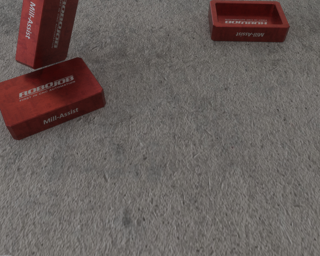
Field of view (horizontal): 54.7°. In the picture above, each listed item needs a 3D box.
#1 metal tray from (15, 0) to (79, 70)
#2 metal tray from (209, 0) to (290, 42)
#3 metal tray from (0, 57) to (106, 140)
[{"bbox_3d":[-0.159,-0.157,0.446,0.030,0.129,0.090,23,25,5],"label":"metal tray"},{"bbox_3d":[0.158,-0.196,0.565,0.131,0.030,0.090,1,50,1],"label":"metal tray"},{"bbox_3d":[-0.155,-0.046,0.437,0.131,0.030,0.090,-24,54,-19],"label":"metal tray"}]
